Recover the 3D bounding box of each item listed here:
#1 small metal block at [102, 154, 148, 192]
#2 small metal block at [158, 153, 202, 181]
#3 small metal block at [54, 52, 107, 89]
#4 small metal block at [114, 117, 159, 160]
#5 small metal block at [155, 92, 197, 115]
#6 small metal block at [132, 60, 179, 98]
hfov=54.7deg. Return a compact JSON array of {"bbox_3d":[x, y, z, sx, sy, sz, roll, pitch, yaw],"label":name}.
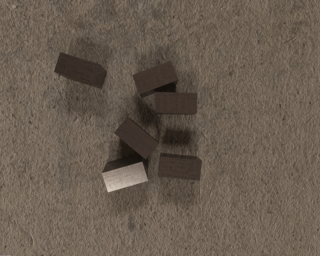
[{"bbox_3d":[-0.043,0.055,0.395,0.050,0.050,0.025,-16,99,0],"label":"small metal block"},{"bbox_3d":[0.024,0.049,0.398,0.050,0.050,0.025,6,90,-1],"label":"small metal block"},{"bbox_3d":[-0.099,-0.072,0.396,0.050,0.050,0.025,17,90,-1],"label":"small metal block"},{"bbox_3d":[-0.029,0.012,0.397,0.050,0.050,0.025,40,89,-1],"label":"small metal block"},{"bbox_3d":[0.019,-0.031,0.398,0.050,0.050,0.025,1,90,-1],"label":"small metal block"},{"bbox_3d":[-0.006,-0.061,0.397,0.050,0.050,0.025,-21,90,0],"label":"small metal block"}]
